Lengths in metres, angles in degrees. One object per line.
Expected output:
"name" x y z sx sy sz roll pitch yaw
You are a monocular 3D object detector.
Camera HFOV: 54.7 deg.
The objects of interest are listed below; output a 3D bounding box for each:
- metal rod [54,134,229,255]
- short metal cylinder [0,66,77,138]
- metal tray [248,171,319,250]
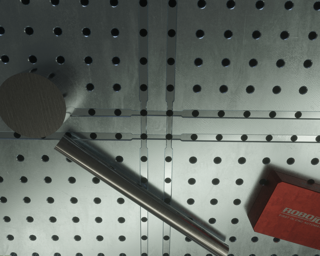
"metal rod" -0.018 0.106 0.451 0.301 0.025 0.025 37 106 -13
"short metal cylinder" -0.151 -0.034 0.386 0.081 0.050 0.079 0 110 0
"metal tray" 0.210 0.125 0.459 0.131 0.030 0.089 18 109 -7
